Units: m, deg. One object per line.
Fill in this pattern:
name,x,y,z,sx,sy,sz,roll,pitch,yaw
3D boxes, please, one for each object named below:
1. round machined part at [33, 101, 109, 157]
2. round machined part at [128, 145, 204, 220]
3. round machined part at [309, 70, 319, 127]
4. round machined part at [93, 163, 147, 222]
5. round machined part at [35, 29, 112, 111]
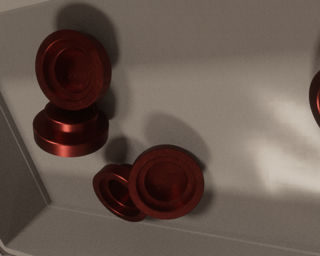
round machined part,-0.118,-0.009,0.416,0.098,0.098,0.042,22,127,14
round machined part,0.008,0.069,0.417,0.099,0.042,0.097,0,101,1
round machined part,0.183,-0.020,0.267,0.098,0.042,0.098,57,168,20
round machined part,-0.052,0.094,0.476,0.098,0.042,0.097,18,130,23
round machined part,-0.105,-0.074,0.394,0.098,0.042,0.097,5,104,19
